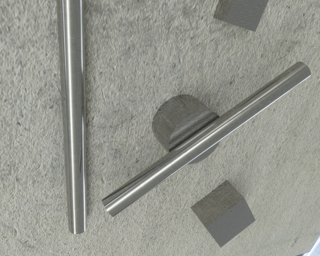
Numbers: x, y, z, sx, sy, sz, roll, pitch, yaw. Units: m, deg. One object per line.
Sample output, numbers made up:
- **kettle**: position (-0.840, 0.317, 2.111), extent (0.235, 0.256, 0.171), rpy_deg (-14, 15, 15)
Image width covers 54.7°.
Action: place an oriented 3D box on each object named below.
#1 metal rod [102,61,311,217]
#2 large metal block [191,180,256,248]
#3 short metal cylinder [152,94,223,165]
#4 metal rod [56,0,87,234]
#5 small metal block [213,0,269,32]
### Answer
- **metal rod**: position (0.061, 0.010, 0.383), extent (0.301, 0.025, 0.025), rpy_deg (-35, 129, -6)
- **large metal block**: position (0.113, 0.153, 0.550), extent (0.080, 0.050, 0.080), rpy_deg (-36, 130, -4)
- **short metal cylinder**: position (0.036, 0.002, 0.413), extent (0.081, 0.050, 0.079), rpy_deg (-14, 125, -21)
- **metal rod**: position (-0.099, 0.008, 0.358), extent (0.025, 0.025, 0.298), rpy_deg (-8, 122, -25)
- **small metal block**: position (0.099, -0.148, 0.371), extent (0.050, 0.025, 0.050), rpy_deg (5, 116, -31)
